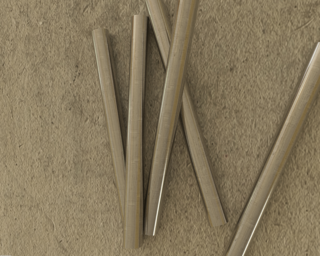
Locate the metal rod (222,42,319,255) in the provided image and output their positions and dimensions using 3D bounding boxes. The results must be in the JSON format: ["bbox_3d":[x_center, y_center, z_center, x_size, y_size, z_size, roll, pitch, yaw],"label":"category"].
[{"bbox_3d":[0.131,0.048,0.362,0.025,0.025,0.298,23,97,18],"label":"metal rod"}]

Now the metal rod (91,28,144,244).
[{"bbox_3d":[-0.059,0.011,0.428,0.025,0.025,0.298,-11,86,19],"label":"metal rod"}]

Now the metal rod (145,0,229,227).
[{"bbox_3d":[0.032,-0.025,0.396,0.025,0.025,0.298,-18,84,19],"label":"metal rod"}]

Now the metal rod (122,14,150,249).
[{"bbox_3d":[-0.031,0.001,0.406,0.025,0.025,0.298,0,85,19],"label":"metal rod"}]

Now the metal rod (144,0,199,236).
[{"bbox_3d":[0.009,-0.007,0.382,0.025,0.025,0.298,14,103,19],"label":"metal rod"}]
